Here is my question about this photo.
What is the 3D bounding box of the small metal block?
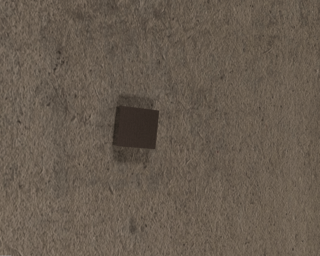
[{"bbox_3d":[-0.031,0.000,0.398,0.050,0.025,0.050,6,88,-20],"label":"small metal block"}]
